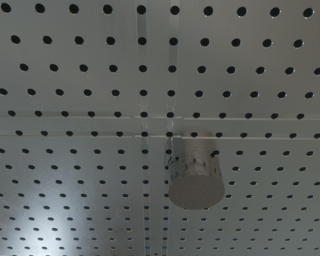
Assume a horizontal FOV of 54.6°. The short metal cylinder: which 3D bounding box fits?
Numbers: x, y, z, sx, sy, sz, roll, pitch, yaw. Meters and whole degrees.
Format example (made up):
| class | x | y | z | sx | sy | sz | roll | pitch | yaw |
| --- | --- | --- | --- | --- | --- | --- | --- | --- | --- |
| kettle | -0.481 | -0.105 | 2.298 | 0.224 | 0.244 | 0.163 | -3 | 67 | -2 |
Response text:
| class | x | y | z | sx | sy | sz | roll | pitch | yaw |
| --- | --- | --- | --- | --- | --- | --- | --- | --- | --- |
| short metal cylinder | 0.052 | 0.077 | 0.461 | 0.080 | 0.050 | 0.080 | 0 | 130 | 0 |
